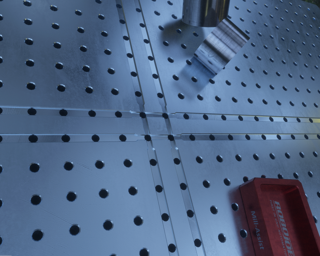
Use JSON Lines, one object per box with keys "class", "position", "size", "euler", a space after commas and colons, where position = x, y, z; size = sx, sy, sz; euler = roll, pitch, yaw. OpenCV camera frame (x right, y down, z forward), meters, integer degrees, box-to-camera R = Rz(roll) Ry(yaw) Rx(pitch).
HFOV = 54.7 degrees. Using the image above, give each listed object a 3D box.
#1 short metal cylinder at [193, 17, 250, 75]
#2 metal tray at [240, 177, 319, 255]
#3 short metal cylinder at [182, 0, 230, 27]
{"class": "short metal cylinder", "position": [0.100, -0.133, 0.508], "size": [0.050, 0.080, 0.080], "euler": [42, 51, 0]}
{"class": "metal tray", "position": [0.164, 0.133, 0.411], "size": [0.091, 0.030, 0.130], "euler": [7, 59, -25]}
{"class": "short metal cylinder", "position": [0.080, -0.212, 0.542], "size": [0.081, 0.050, 0.080], "euler": [2, 33, -1]}
